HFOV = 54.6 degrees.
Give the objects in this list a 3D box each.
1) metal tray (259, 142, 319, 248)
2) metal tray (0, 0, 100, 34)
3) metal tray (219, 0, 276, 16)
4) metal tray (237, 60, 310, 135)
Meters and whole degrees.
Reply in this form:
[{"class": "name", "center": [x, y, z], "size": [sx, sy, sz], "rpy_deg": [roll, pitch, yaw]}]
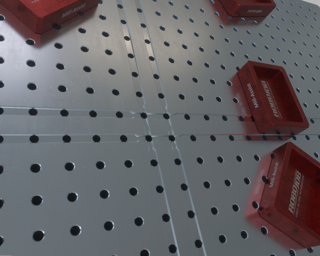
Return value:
[{"class": "metal tray", "center": [0.203, 0.094, 0.455], "size": [0.090, 0.030, 0.130], "rpy_deg": [36, 51, -5]}, {"class": "metal tray", "center": [-0.156, -0.197, 0.440], "size": [0.090, 0.030, 0.131], "rpy_deg": [41, 51, 0]}, {"class": "metal tray", "center": [0.184, -0.289, 0.679], "size": [0.131, 0.030, 0.090], "rpy_deg": [-15, 69, -34]}, {"class": "metal tray", "center": [0.196, -0.053, 0.541], "size": [0.091, 0.030, 0.130], "rpy_deg": [3, 60, -27]}]
